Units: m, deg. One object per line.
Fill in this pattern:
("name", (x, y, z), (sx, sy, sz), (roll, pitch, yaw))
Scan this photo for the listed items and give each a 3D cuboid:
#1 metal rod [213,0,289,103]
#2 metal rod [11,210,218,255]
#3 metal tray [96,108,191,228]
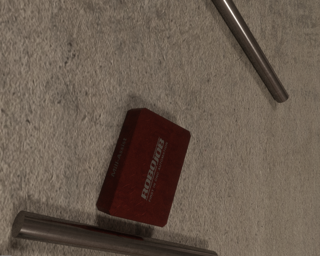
("metal rod", (0.151, -0.150, 0.533), (0.300, 0.025, 0.025), (45, 63, -31))
("metal rod", (-0.027, 0.146, 0.383), (0.301, 0.025, 0.025), (27, 73, -37))
("metal tray", (-0.016, 0.050, 0.390), (0.090, 0.030, 0.130), (27, 73, -37))
